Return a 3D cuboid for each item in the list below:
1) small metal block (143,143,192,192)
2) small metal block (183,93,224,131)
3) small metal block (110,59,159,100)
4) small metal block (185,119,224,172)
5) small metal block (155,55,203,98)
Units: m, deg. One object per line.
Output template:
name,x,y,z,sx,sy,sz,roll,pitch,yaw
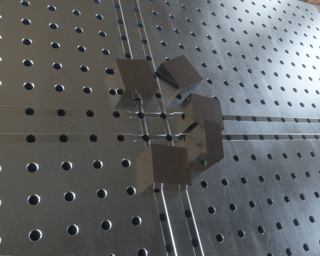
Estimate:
small metal block,0.009,0.050,0.384,0.050,0.025,0.050,9,58,-24
small metal block,0.063,-0.019,0.456,0.050,0.025,0.050,11,57,-22
small metal block,-0.036,-0.068,0.432,0.050,0.025,0.050,-6,65,-31
small metal block,0.058,0.024,0.410,0.025,0.050,0.050,14,56,-21
small metal block,0.029,-0.080,0.474,0.050,0.025,0.050,-30,79,-38
